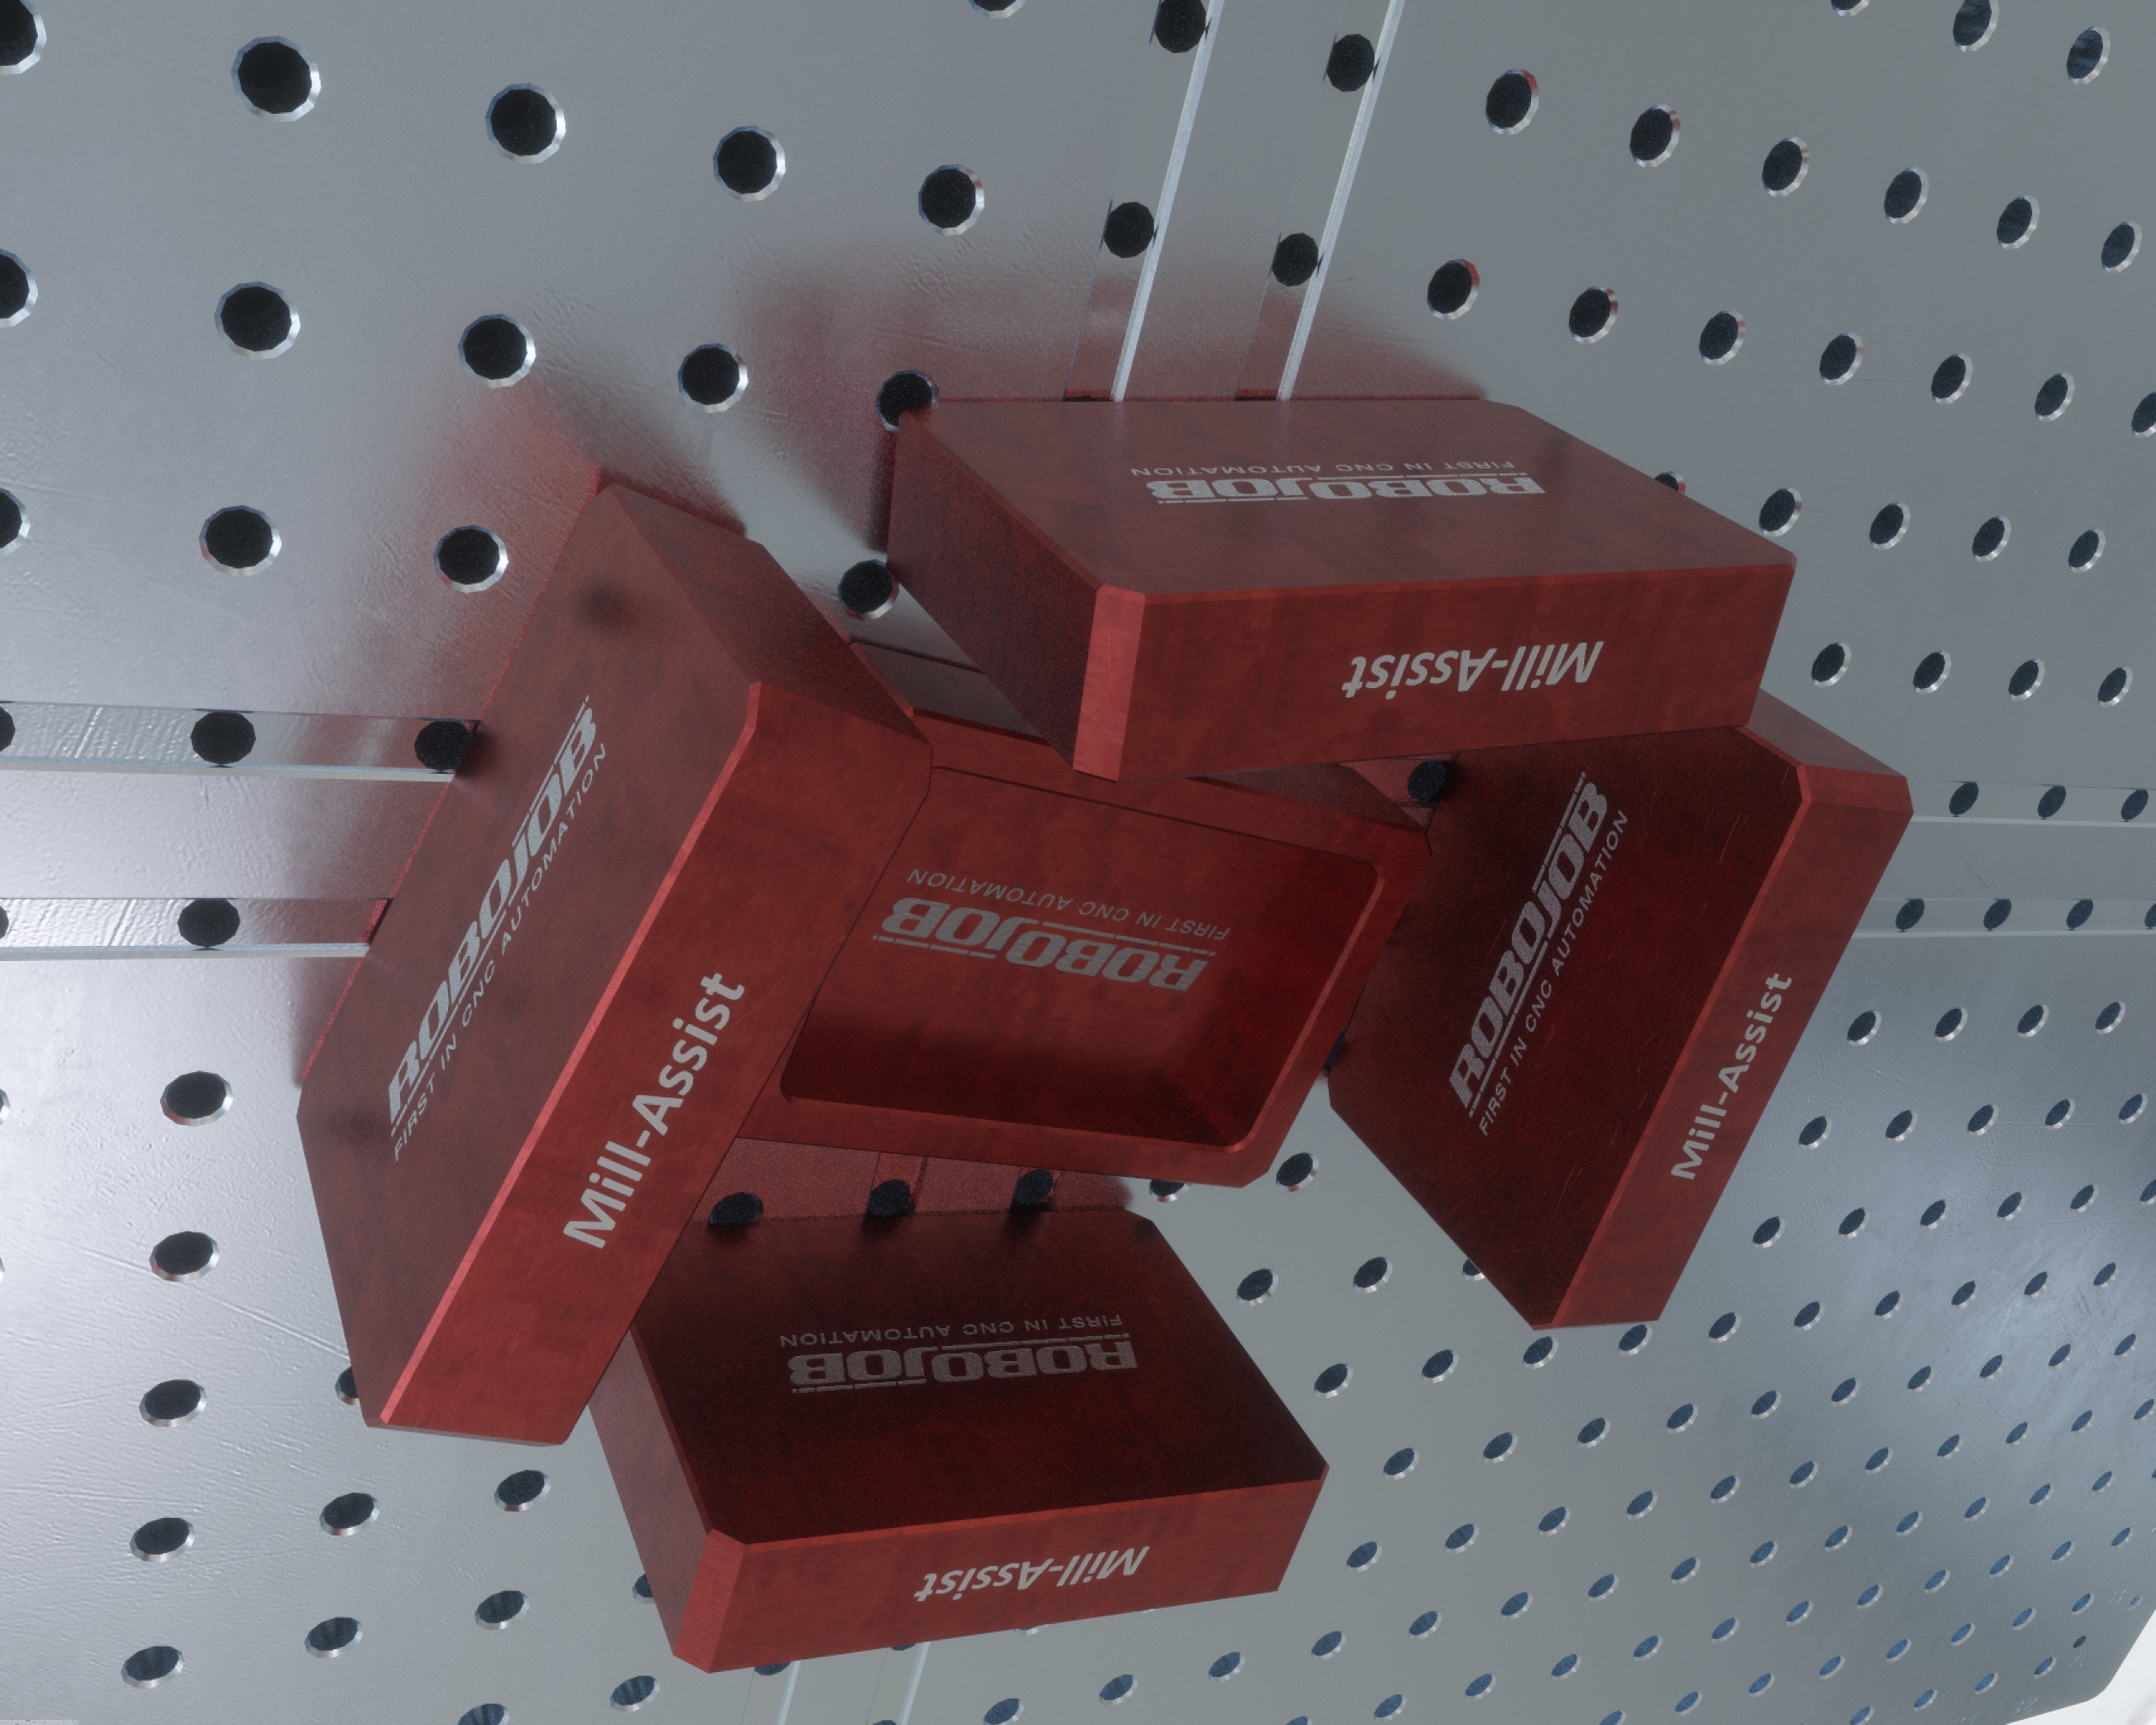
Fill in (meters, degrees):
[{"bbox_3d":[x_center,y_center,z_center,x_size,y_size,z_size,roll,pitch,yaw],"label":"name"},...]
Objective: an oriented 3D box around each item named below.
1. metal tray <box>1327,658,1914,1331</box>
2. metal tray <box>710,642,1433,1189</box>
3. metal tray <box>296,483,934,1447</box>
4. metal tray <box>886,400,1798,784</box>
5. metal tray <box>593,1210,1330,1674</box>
[{"bbox_3d":[0.107,0.021,0.439,0.030,0.090,0.129,4,116,-31],"label":"metal tray"},{"bbox_3d":[-0.002,0.015,0.414,0.131,0.030,0.089,12,112,-34],"label":"metal tray"},{"bbox_3d":[-0.080,0.015,0.334,0.030,0.090,0.129,20,108,-35],"label":"metal tray"},{"bbox_3d":[0.043,-0.051,0.360,0.131,0.090,0.030,-6,121,-25],"label":"metal tray"},{"bbox_3d":[-0.027,0.111,0.423,0.131,0.090,0.030,4,117,-30],"label":"metal tray"}]
